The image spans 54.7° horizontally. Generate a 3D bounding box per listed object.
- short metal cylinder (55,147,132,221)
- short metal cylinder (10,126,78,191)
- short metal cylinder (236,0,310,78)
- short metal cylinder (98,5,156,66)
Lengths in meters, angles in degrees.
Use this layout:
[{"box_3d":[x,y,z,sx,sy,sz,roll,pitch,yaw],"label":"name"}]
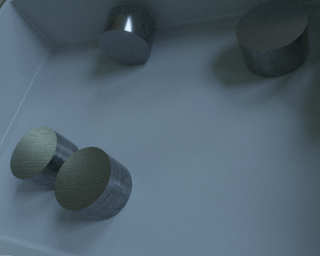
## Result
[{"box_3d":[-0.083,0.070,0.388,0.080,0.050,0.080,-13,56,20],"label":"short metal cylinder"},{"box_3d":[-0.165,0.044,0.447,0.080,0.050,0.080,-13,56,20],"label":"short metal cylinder"},{"box_3d":[0.140,-0.110,0.383,0.080,0.050,0.080,-13,56,20],"label":"short metal cylinder"},{"box_3d":[-0.050,-0.142,0.482,0.080,0.080,0.050,-4,60,26],"label":"short metal cylinder"}]
